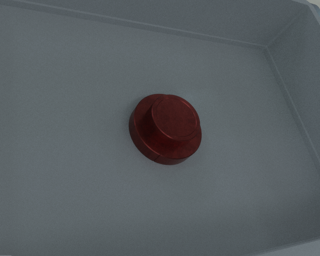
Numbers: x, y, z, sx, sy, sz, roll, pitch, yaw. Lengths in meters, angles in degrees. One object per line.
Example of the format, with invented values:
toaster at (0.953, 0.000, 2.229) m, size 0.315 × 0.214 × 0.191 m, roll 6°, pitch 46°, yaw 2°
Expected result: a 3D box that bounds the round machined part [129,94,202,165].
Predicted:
round machined part at (0.013, -0.005, 0.404) m, size 0.099 × 0.042 × 0.098 m, roll 14°, pitch 56°, yaw -21°
